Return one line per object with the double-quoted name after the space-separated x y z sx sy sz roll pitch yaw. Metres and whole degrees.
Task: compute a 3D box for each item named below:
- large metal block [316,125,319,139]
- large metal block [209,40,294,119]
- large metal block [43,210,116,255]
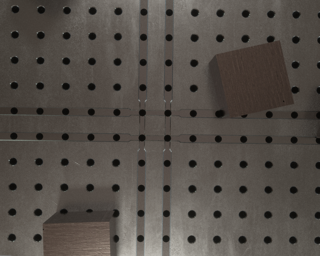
0.266 -0.014 0.404 0.080 0.050 0.080 15 90 -1 "large metal block"
0.116 -0.060 0.402 0.080 0.050 0.080 -13 90 -1 "large metal block"
-0.101 0.154 0.400 0.081 0.050 0.079 -2 90 -1 "large metal block"
